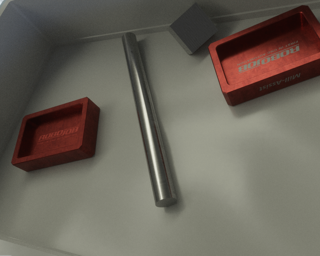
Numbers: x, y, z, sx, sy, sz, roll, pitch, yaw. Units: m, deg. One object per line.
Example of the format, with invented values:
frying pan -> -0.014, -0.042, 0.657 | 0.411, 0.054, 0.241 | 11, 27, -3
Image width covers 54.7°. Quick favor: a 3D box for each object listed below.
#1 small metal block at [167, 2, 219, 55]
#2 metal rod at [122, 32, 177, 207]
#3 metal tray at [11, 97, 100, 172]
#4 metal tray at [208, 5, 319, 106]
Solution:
small metal block -> 0.047, -0.143, 0.449 | 0.050, 0.050, 0.025 | -43, 12, -1
metal rod -> -0.023, -0.034, 0.436 | 0.025, 0.025, 0.299 | -24, 53, 13
metal tray -> -0.160, 0.011, 0.477 | 0.130, 0.030, 0.090 | -14, 56, 20
metal tray -> 0.134, -0.090, 0.386 | 0.130, 0.030, 0.090 | -20, 54, 16
